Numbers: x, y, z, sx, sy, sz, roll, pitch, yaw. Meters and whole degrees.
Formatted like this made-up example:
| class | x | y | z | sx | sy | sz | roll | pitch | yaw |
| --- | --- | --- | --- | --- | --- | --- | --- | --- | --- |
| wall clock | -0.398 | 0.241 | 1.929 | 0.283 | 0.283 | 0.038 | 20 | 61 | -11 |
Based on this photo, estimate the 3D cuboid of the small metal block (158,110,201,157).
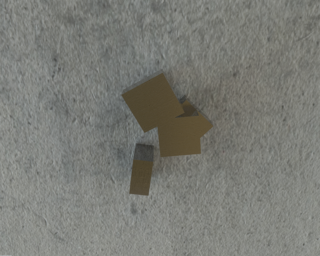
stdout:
| class | x | y | z | sx | sy | sz | roll | pitch | yaw |
| --- | --- | --- | --- | --- | --- | --- | --- | --- | --- |
| small metal block | 0.023 | 0.006 | 0.386 | 0.050 | 0.025 | 0.050 | -5 | 110 | 1 |

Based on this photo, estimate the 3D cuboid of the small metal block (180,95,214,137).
| class | x | y | z | sx | sy | sz | roll | pitch | yaw |
| --- | --- | --- | --- | --- | --- | --- | --- | --- | --- |
| small metal block | 0.033 | -0.006 | 0.408 | 0.050 | 0.025 | 0.050 | 43 | 104 | -15 |

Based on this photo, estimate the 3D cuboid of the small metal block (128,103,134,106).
| class | x | y | z | sx | sy | sz | roll | pitch | yaw |
| --- | --- | --- | --- | --- | --- | --- | --- | --- | --- |
| small metal block | -0.012 | -0.041 | 0.381 | 0.050 | 0.050 | 0.025 | -31 | 108 | 10 |

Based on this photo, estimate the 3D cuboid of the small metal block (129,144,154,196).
| class | x | y | z | sx | sy | sz | roll | pitch | yaw |
| --- | --- | --- | --- | --- | --- | --- | --- | --- | --- |
| small metal block | -0.024 | 0.055 | 0.416 | 0.025 | 0.050 | 0.050 | 7 | 110 | -3 |

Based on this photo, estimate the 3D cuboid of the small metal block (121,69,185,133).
| class | x | y | z | sx | sy | sz | roll | pitch | yaw |
| --- | --- | --- | --- | --- | --- | --- | --- | --- | --- |
| small metal block | -0.007 | -0.030 | 0.345 | 0.050 | 0.025 | 0.050 | -27 | 108 | 9 |
